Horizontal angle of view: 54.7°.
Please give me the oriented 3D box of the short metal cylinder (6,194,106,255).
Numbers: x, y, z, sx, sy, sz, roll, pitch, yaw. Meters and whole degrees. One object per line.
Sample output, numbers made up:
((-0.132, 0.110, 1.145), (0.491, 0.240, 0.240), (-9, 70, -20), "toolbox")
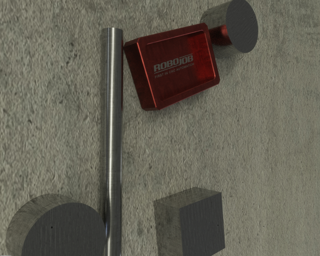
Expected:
((-0.101, 0.109, 0.304), (0.081, 0.050, 0.079), (0, 90, -40), "short metal cylinder")

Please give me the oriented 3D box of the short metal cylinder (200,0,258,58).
((0.107, -0.152, 0.478), (0.081, 0.050, 0.079), (0, 90, -40), "short metal cylinder")

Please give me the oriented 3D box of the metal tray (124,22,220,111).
((0.022, -0.085, 0.419), (0.131, 0.030, 0.089), (-26, 107, -37), "metal tray")

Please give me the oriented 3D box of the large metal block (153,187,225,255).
((0.041, 0.133, 0.423), (0.081, 0.050, 0.079), (-8, 95, -40), "large metal block")

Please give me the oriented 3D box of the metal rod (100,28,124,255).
((-0.056, 0.037, 0.357), (0.025, 0.025, 0.298), (1, 90, -40), "metal rod")
